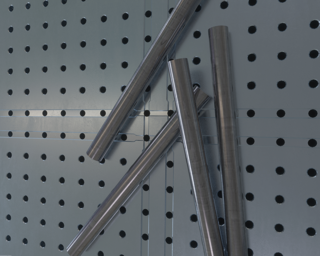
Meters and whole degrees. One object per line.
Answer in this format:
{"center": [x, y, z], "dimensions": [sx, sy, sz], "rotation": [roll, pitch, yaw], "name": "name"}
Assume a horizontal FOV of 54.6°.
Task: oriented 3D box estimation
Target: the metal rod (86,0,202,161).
{"center": [-0.015, -0.082, 0.418], "dimensions": [0.025, 0.025, 0.299], "rotation": [36, 101, 16], "name": "metal rod"}

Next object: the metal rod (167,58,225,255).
{"center": [0.049, 0.066, 0.378], "dimensions": [0.025, 0.025, 0.298], "rotation": [-10, 93, 20], "name": "metal rod"}

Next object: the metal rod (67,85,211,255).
{"center": [-0.036, 0.067, 0.425], "dimensions": [0.025, 0.025, 0.299], "rotation": [42, 103, 15], "name": "metal rod"}

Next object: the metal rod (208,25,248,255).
{"center": [0.084, 0.025, 0.382], "dimensions": [0.025, 0.025, 0.298], "rotation": [-5, 88, 20], "name": "metal rod"}
